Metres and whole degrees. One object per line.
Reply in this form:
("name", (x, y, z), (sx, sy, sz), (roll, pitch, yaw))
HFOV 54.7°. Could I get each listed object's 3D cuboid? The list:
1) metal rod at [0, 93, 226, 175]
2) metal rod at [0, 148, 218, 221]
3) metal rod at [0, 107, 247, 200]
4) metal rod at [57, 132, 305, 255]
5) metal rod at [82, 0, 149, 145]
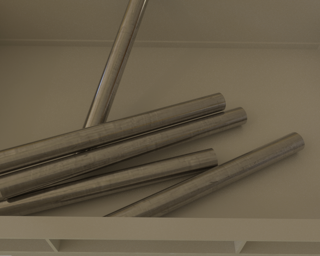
("metal rod", (-0.057, 0.004, 0.364), (0.302, 0.025, 0.025), (-16, 52, -19))
("metal rod", (-0.080, 0.067, 0.347), (0.302, 0.025, 0.025), (-12, 51, -11))
("metal rod", (-0.026, 0.022, 0.370), (0.302, 0.025, 0.025), (-16, 52, -20))
("metal rod", (0.038, 0.068, 0.348), (0.302, 0.025, 0.025), (-21, 53, -17))
("metal rod", (-0.052, -0.101, 0.408), (0.025, 0.025, 0.299), (14, 77, 11))
